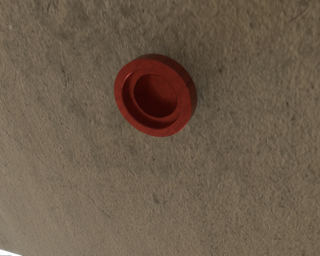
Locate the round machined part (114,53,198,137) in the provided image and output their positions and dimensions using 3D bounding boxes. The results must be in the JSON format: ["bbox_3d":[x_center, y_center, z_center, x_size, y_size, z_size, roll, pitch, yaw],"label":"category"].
[{"bbox_3d":[-0.002,-0.041,0.370,0.098,0.042,0.097,13,124,20],"label":"round machined part"}]
